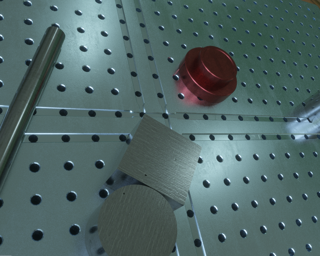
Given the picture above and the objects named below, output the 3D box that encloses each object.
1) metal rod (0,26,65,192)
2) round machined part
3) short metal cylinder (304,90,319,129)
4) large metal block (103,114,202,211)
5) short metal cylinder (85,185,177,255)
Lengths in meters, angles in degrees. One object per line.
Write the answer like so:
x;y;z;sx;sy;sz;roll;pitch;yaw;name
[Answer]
-0.154;-0.001;0.325;0.025;0.025;0.300;19;54;-17;metal rod
0.084;-0.093;0.499;0.099;0.042;0.098;14;56;-21;round machined part
0.326;-0.037;0.590;0.081;0.050;0.080;14;56;-21;short metal cylinder
-0.007;0.044;0.362;0.080;0.050;0.080;31;52;-9;large metal block
-0.030;0.104;0.313;0.081;0.050;0.080;14;56;-21;short metal cylinder
